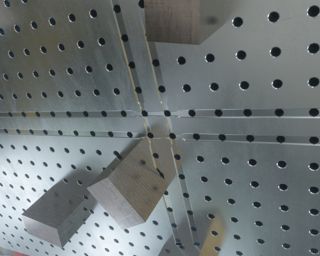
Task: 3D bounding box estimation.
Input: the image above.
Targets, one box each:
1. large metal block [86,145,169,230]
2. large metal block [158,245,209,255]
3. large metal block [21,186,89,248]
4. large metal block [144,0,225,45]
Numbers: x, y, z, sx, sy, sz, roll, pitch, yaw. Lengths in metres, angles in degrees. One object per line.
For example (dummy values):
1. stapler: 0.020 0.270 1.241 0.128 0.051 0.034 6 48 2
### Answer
1. large metal block: -0.044 0.086 0.453 0.050 0.080 0.080 -31 102 38
2. large metal block: 0.033 0.241 0.507 0.080 0.080 0.050 -14 111 34
3. large metal block: -0.193 0.164 0.580 0.080 0.080 0.050 13 124 21
4. large metal block: 0.025 -0.128 0.283 0.050 0.080 0.080 11 123 23
